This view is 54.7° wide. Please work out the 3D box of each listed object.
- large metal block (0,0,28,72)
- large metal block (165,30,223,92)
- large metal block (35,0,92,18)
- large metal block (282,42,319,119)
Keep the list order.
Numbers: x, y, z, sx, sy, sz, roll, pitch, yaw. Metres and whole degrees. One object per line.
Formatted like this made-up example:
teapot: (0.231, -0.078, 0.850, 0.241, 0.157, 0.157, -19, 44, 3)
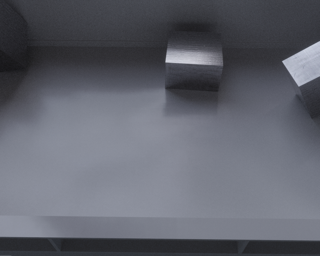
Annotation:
large metal block: (-0.245, -0.139, 0.463, 0.050, 0.080, 0.080, -6, 76, 7)
large metal block: (0.051, -0.104, 0.476, 0.080, 0.050, 0.080, 4, 50, 3)
large metal block: (-0.191, -0.267, 0.615, 0.080, 0.050, 0.080, 12, 51, 10)
large metal block: (0.220, -0.068, 0.408, 0.080, 0.080, 0.050, -28, 48, 19)
